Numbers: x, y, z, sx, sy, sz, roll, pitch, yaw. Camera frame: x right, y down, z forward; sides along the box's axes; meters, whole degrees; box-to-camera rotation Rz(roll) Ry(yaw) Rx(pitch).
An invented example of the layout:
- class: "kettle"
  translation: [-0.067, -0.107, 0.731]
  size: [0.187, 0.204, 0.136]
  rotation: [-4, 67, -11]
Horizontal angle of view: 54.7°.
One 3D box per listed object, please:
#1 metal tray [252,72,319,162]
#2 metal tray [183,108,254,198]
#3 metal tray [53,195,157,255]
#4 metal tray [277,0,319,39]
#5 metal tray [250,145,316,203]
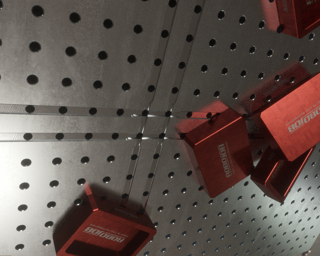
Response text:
- class: "metal tray"
  translation: [0.225, -0.019, 0.491]
  size: [0.130, 0.030, 0.090]
  rotation: [-33, 92, -7]
- class: "metal tray"
  translation: [0.097, 0.043, 0.490]
  size: [0.090, 0.030, 0.129]
  rotation: [-30, 129, -9]
- class: "metal tray"
  translation: [-0.079, 0.161, 0.465]
  size: [0.090, 0.030, 0.130]
  rotation: [-50, 129, 7]
- class: "metal tray"
  translation: [0.193, -0.194, 0.395]
  size: [0.090, 0.030, 0.130]
  rotation: [-35, 129, -6]
- class: "metal tray"
  translation: [0.219, 0.056, 0.543]
  size: [0.090, 0.030, 0.130]
  rotation: [42, 78, -40]
